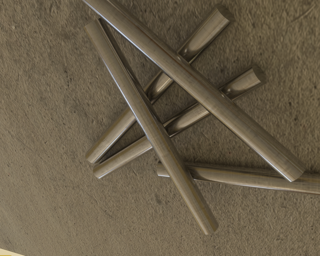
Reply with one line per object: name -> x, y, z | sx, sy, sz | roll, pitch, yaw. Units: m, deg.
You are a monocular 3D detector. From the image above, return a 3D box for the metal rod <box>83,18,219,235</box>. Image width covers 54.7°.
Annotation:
metal rod -> -0.003, 0.010, 0.380 | 0.025, 0.025, 0.299 | -18, 109, 35

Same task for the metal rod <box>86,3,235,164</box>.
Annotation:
metal rod -> -0.021, -0.034, 0.396 | 0.025, 0.025, 0.299 | 45, 129, -3

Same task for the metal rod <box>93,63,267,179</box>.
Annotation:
metal rod -> 0.002, 0.007, 0.409 | 0.299, 0.025, 0.025 | -32, 101, 38

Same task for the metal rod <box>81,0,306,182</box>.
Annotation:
metal rod -> 0.030, -0.052, 0.325 | 0.300, 0.025, 0.025 | 41, 129, 0

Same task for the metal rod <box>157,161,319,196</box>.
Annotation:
metal rod -> 0.135, 0.062, 0.373 | 0.300, 0.025, 0.025 | 2, 120, 27
